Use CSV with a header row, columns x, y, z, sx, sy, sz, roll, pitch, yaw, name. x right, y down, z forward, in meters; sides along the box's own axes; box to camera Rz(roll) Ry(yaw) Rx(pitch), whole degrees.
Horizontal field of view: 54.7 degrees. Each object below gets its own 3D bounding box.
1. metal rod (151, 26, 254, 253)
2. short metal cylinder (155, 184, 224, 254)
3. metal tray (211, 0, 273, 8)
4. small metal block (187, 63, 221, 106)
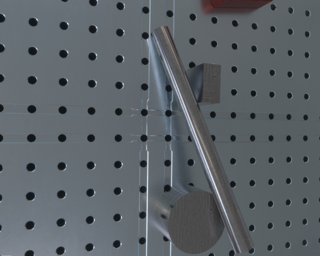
x,y,z,sx,sy,sz,roll,pitch,yaw,name
0.052,0.010,0.398,0.025,0.025,0.299,-19,84,-19,metal rod
0.039,0.119,0.414,0.081,0.050,0.080,0,90,-20,short metal cylinder
0.115,-0.246,0.451,0.091,0.030,0.129,-8,93,-20,metal tray
0.058,-0.057,0.420,0.025,0.050,0.050,2,89,-20,small metal block
